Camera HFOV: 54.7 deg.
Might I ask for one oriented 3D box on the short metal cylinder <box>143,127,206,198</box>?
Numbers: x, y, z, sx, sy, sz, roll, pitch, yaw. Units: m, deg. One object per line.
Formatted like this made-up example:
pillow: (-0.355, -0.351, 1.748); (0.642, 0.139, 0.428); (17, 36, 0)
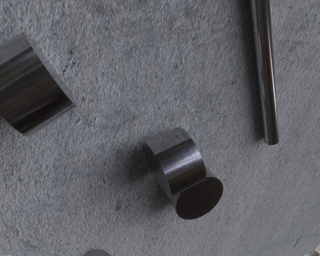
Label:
short metal cylinder: (0.018, 0.044, 0.409); (0.050, 0.080, 0.080); (-25, 128, -13)

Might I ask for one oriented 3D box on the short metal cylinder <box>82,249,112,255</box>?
short metal cylinder: (-0.091, 0.232, 0.465); (0.080, 0.080, 0.050); (-37, 129, -4)

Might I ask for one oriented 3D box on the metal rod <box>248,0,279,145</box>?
metal rod: (0.145, -0.090, 0.430); (0.025, 0.025, 0.299); (-29, 128, -10)

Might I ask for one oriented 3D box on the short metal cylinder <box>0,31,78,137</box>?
short metal cylinder: (-0.120, -0.039, 0.282); (0.050, 0.080, 0.080); (-34, 129, -6)

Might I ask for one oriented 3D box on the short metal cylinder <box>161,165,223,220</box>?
short metal cylinder: (0.049, 0.093, 0.475); (0.081, 0.050, 0.079); (-14, 124, -21)
